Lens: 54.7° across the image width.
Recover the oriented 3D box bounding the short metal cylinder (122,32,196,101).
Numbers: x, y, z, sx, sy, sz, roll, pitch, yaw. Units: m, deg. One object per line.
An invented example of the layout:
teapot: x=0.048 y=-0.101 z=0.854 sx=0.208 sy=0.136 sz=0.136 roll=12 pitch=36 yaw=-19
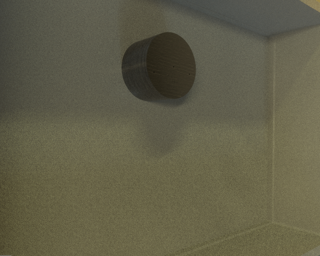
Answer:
short metal cylinder: x=-0.001 y=-0.075 z=0.391 sx=0.081 sy=0.050 sz=0.079 roll=0 pitch=90 yaw=-40
